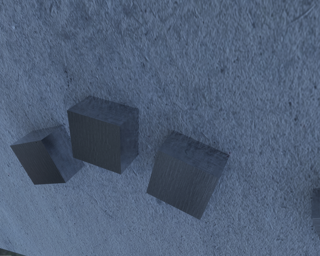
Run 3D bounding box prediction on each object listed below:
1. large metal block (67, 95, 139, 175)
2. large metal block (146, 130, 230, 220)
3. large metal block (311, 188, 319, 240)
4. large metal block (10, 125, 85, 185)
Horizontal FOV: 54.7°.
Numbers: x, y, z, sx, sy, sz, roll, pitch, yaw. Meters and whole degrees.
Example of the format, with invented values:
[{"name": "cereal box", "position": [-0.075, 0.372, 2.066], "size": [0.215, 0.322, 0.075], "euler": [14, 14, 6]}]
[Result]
[{"name": "large metal block", "position": [-0.078, 0.008, 0.437], "size": [0.080, 0.050, 0.079], "euler": [16, 125, 19]}, {"name": "large metal block", "position": [0.036, 0.062, 0.410], "size": [0.080, 0.050, 0.079], "euler": [24, 127, 13]}, {"name": "large metal block", "position": [0.223, 0.110, 0.341], "size": [0.080, 0.050, 0.080], "euler": [-15, 111, 34]}, {"name": "large metal block", "position": [-0.187, 0.046, 0.518], "size": [0.080, 0.050, 0.080], "euler": [-9, 114, 32]}]
